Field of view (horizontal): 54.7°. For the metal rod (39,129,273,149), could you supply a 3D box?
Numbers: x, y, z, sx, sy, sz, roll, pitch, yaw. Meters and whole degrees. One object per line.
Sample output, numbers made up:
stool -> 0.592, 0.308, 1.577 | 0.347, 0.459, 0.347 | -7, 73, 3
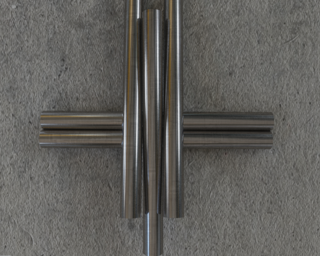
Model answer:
metal rod -> -0.004, 0.015, 0.412 | 0.302, 0.025, 0.025 | 0, 90, -1

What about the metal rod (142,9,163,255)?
metal rod -> -0.009, 0.005, 0.385 | 0.025, 0.025, 0.298 | 0, 90, -1

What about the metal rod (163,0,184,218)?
metal rod -> 0.017, -0.042, 0.390 | 0.025, 0.025, 0.298 | 0, 82, -1

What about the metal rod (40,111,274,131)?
metal rod -> -0.003, -0.010, 0.412 | 0.302, 0.025, 0.025 | 0, 90, -1

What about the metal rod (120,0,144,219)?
metal rod -> -0.034, -0.042, 0.390 | 0.025, 0.025, 0.298 | 0, 82, -1
